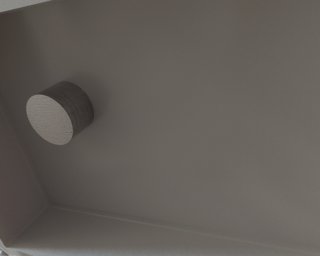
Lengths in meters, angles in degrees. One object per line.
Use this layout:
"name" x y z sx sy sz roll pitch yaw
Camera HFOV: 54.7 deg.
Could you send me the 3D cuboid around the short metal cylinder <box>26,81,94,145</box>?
"short metal cylinder" -0.145 -0.022 0.453 0.080 0.050 0.079 13 124 20
